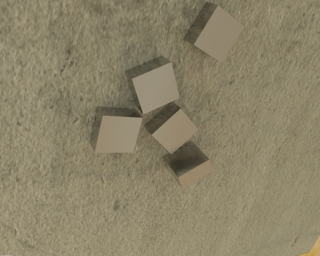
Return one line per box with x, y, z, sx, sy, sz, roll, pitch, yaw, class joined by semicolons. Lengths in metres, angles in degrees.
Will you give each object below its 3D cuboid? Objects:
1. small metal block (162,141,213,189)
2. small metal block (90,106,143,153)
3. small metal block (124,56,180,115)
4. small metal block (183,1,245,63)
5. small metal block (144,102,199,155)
0.039;0.052;0.446;0.050;0.050;0.025;-28;128;-11;small metal block
-0.054;0.003;0.380;0.050;0.025;0.050;2;117;-30;small metal block
-0.009;-0.052;0.372;0.050;0.025;0.050;-26;128;-13;small metal block
0.065;-0.114;0.373;0.050;0.025;0.050;22;107;-37;small metal block
0.016;0.000;0.417;0.050;0.025;0.050;-43;130;1;small metal block
